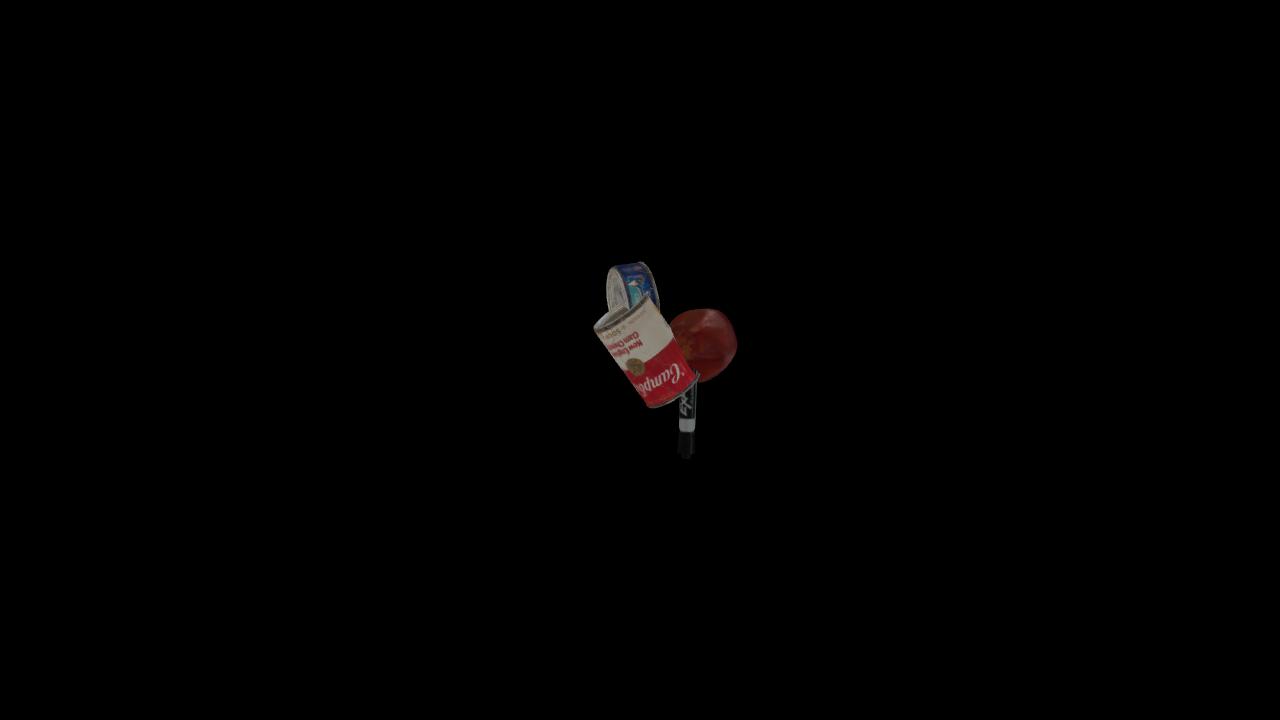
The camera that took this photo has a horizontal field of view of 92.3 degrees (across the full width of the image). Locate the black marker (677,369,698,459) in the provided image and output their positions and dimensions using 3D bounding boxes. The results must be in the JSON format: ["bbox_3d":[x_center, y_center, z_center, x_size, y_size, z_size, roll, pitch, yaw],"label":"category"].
[{"bbox_3d":[0.049,0.041,0.631,0.020,0.121,0.020,1,3,0],"label":"black marker"}]

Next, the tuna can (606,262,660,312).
[{"bbox_3d":[-0.009,-0.060,0.651,0.034,0.084,0.084,-11,3,-17],"label":"tuna can"}]

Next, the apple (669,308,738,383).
[{"bbox_3d":[0.062,-0.015,0.657,0.079,0.079,0.093,0,12,31],"label":"apple"}]

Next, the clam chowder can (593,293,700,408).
[{"bbox_3d":[0.007,-0.011,0.631,0.068,0.102,0.068,-32,15,10],"label":"clam chowder can"}]
